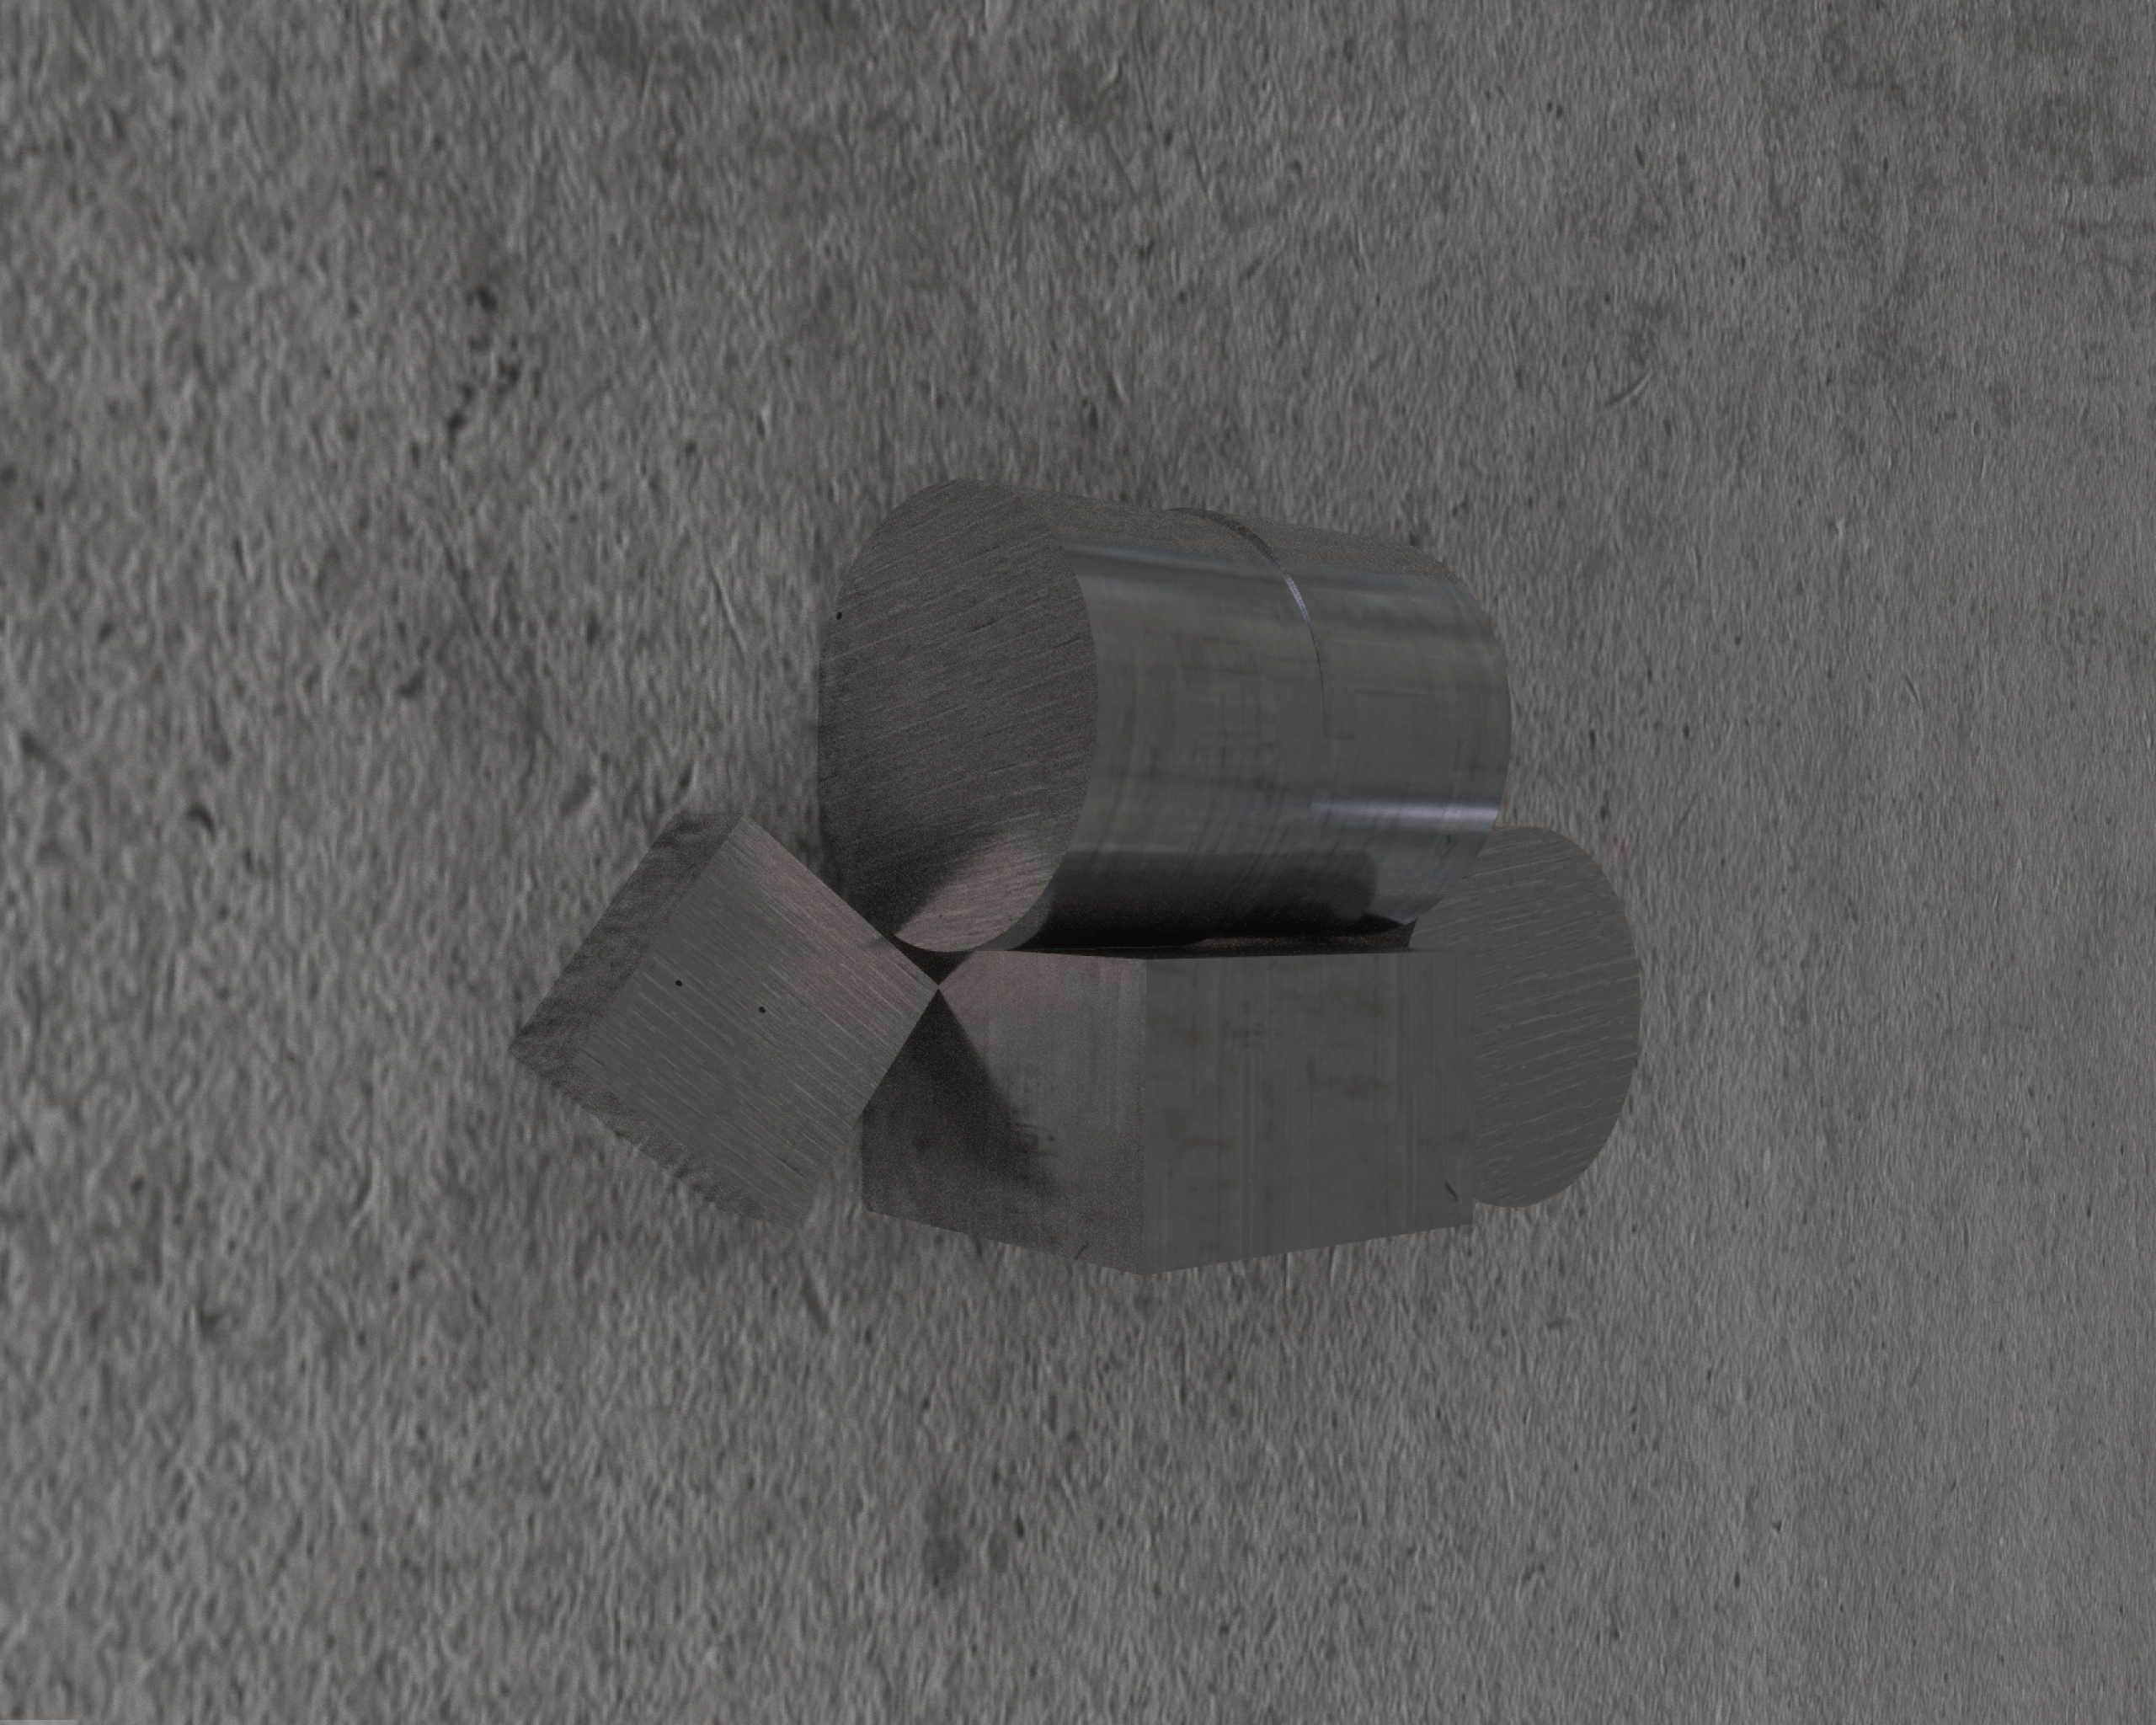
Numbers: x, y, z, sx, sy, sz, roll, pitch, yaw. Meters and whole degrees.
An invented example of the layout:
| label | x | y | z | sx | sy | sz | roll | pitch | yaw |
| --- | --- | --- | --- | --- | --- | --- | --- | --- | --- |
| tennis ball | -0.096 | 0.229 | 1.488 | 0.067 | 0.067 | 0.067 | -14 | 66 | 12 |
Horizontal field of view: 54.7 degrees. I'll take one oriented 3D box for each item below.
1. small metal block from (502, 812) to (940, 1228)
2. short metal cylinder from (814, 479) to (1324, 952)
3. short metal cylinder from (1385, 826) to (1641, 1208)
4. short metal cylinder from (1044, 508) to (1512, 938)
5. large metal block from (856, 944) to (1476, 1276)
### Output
| label | x | y | z | sx | sy | sz | roll | pitch | yaw |
| --- | --- | --- | --- | --- | --- | --- | --- | --- | --- |
| small metal block | -0.060 | 0.026 | 0.357 | 0.050 | 0.025 | 0.050 | 45 | 63 | -31 |
| short metal cylinder | -0.003 | -0.024 | 0.368 | 0.050 | 0.080 | 0.080 | 1 | 90 | -40 |
| short metal cylinder | 0.078 | 0.032 | 0.455 | 0.081 | 0.050 | 0.079 | 0 | 90 | -40 |
| short metal cylinder | 0.035 | -0.025 | 0.401 | 0.050 | 0.080 | 0.080 | 1 | 90 | -40 |
| large metal block | 0.016 | 0.040 | 0.385 | 0.081 | 0.080 | 0.050 | 1 | 90 | -40 |
